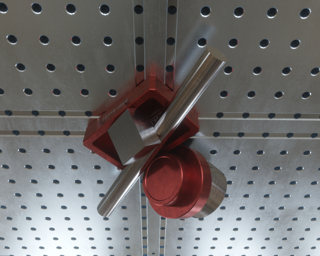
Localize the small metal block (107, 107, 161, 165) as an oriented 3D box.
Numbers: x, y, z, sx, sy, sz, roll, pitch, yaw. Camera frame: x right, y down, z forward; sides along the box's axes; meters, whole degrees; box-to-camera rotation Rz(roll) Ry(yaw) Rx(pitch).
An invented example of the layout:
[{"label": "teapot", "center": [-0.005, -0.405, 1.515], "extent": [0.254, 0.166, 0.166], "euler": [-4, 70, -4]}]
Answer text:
[{"label": "small metal block", "center": [-0.032, 0.010, 0.375], "extent": [0.025, 0.050, 0.050], "euler": [-9, 156, -45]}]

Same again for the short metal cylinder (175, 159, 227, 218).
[{"label": "short metal cylinder", "center": [0.048, 0.081, 0.444], "extent": [0.080, 0.080, 0.050], "euler": [-36, 122, 26]}]

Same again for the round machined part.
[{"label": "round machined part", "center": [0.015, 0.069, 0.409], "extent": [0.098, 0.098, 0.042], "euler": [-38, 143, 27]}]

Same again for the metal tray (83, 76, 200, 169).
[{"label": "metal tray", "center": [-0.025, 0.002, 0.409], "extent": [0.130, 0.030, 0.090], "euler": [-35, 122, 26]}]

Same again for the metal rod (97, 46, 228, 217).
[{"label": "metal rod", "center": [-0.014, 0.026, 0.394], "extent": [0.025, 0.025, 0.298], "euler": [22, 127, -18]}]
